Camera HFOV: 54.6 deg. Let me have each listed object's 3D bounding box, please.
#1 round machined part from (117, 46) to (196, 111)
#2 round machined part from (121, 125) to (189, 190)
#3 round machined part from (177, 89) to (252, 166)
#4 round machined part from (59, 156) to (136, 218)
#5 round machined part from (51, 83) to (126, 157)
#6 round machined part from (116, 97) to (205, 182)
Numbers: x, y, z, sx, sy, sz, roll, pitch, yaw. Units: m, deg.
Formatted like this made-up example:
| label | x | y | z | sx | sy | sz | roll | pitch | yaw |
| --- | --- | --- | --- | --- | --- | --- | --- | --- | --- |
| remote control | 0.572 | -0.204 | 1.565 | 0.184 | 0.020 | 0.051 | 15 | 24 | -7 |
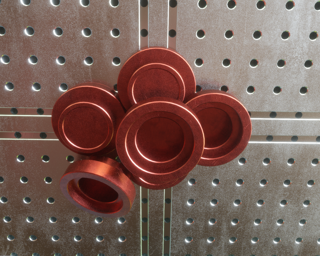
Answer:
| label | x | y | z | sx | sy | sz | roll | pitch | yaw |
| --- | --- | --- | --- | --- | --- | --- | --- | --- | --- |
| round machined part | -0.004 | -0.050 | 0.386 | 0.099 | 0.042 | 0.097 | 0 | 110 | 0 |
| round machined part | -0.004 | 0.042 | 0.419 | 0.099 | 0.042 | 0.097 | 0 | 110 | 0 |
| round machined part | 0.064 | -0.003 | 0.403 | 0.099 | 0.042 | 0.097 | 0 | 110 | 0 |
| round machined part | -0.079 | 0.075 | 0.417 | 0.098 | 0.042 | 0.097 | 9 | 134 | 10 |
| round machined part | -0.091 | -0.006 | 0.401 | 0.099 | 0.042 | 0.097 | 0 | 110 | 0 |
| round machined part | 0.000 | 0.010 | 0.362 | 0.099 | 0.042 | 0.097 | 0 | 110 | 0 |
